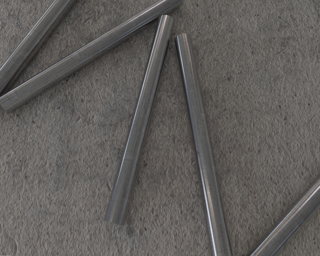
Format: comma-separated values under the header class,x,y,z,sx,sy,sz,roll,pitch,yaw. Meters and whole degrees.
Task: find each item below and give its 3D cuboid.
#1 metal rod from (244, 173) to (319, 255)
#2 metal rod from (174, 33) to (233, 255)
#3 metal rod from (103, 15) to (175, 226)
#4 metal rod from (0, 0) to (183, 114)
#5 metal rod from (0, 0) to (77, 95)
class,x,y,z,sx,sy,sz,roll,pitch,yaw
metal rod,0.187,0.085,0.378,0.301,0.025,0.025,-41,75,-14
metal rod,0.052,0.008,0.405,0.025,0.025,0.299,-7,70,-3
metal rod,-0.022,-0.025,0.416,0.025,0.025,0.299,12,70,4
metal rod,-0.092,-0.116,0.449,0.301,0.025,0.025,-36,74,-12
metal rod,-0.184,-0.129,0.453,0.025,0.025,0.300,26,72,9
